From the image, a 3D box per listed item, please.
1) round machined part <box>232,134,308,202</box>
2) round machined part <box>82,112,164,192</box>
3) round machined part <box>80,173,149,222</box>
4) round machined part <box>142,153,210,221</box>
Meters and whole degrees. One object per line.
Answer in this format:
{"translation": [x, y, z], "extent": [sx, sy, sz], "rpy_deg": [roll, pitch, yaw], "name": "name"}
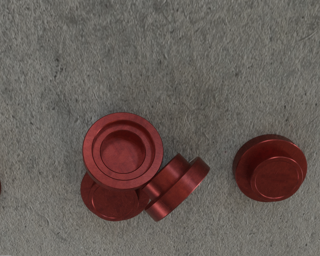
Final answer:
{"translation": [0.153, 0.061, 0.424], "extent": [0.099, 0.042, 0.097], "rpy_deg": [0, 110, 0], "name": "round machined part"}
{"translation": [-0.048, 0.032, 0.394], "extent": [0.099, 0.042, 0.098], "rpy_deg": [5, 69, -12], "name": "round machined part"}
{"translation": [-0.062, 0.090, 0.433], "extent": [0.099, 0.042, 0.097], "rpy_deg": [0, 110, 0], "name": "round machined part"}
{"translation": [0.015, 0.070, 0.400], "extent": [0.042, 0.098, 0.098], "rpy_deg": [46, 105, 5], "name": "round machined part"}
